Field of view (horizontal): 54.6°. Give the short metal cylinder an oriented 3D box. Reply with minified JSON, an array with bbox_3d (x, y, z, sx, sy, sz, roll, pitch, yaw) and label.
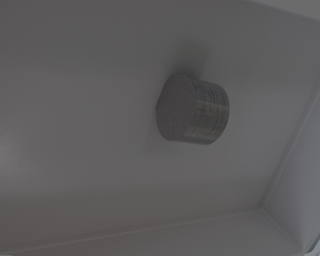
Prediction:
[{"bbox_3d":[0.038,-0.021,0.380,0.050,0.080,0.080,9,114,-32],"label":"short metal cylinder"}]
